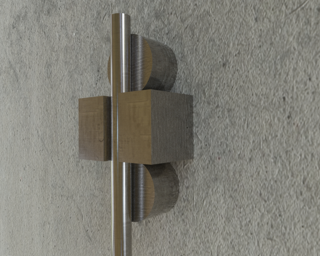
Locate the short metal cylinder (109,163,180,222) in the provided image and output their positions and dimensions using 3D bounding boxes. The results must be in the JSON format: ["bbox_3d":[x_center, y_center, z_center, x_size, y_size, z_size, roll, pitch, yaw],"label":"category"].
[{"bbox_3d":[-0.021,0.078,0.408,0.080,0.050,0.080,0,89,40],"label":"short metal cylinder"}]

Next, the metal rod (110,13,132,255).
[{"bbox_3d":[-0.048,0.012,0.380,0.025,0.025,0.298,-1,89,40],"label":"metal rod"}]

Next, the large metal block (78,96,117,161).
[{"bbox_3d":[-0.062,0.001,0.421,0.050,0.081,0.080,-1,89,40],"label":"large metal block"}]

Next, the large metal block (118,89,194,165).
[{"bbox_3d":[-0.003,-0.001,0.373,0.050,0.081,0.080,-1,89,40],"label":"large metal block"}]

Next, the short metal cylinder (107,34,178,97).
[{"bbox_3d":[-0.024,-0.078,0.409,0.080,0.050,0.080,0,89,40],"label":"short metal cylinder"}]
